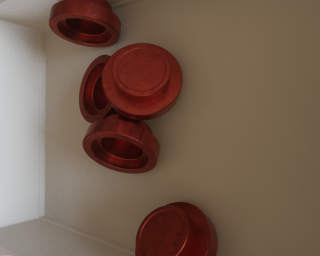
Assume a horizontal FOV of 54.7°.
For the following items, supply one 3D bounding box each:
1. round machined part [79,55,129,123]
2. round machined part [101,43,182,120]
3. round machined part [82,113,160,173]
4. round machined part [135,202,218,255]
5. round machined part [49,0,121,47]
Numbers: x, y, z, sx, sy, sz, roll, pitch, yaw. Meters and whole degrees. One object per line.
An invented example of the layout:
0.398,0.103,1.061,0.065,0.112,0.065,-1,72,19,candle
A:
-0.073,-0.052,0.446,0.098,0.042,0.098,-12,73,45,round machined part
-0.022,-0.062,0.376,0.099,0.042,0.098,0,72,-1,round machined part
-0.048,0.018,0.409,0.098,0.098,0.042,-20,43,38,round machined part
0.012,0.128,0.352,0.098,0.042,0.098,-23,41,21,round machined part
-0.105,-0.157,0.445,0.098,0.099,0.042,-3,77,39,round machined part
